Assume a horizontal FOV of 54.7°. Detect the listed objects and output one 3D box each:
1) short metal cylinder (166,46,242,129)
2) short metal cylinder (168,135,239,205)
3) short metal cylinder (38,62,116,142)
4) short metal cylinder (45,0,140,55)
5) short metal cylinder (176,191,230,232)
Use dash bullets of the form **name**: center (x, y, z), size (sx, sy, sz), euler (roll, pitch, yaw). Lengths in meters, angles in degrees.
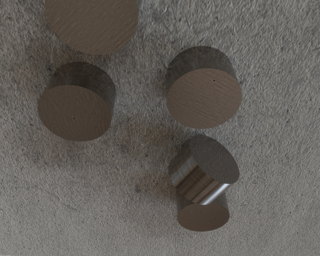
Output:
- **short metal cylinder**: center (0.048, -0.045, 0.352), size (0.081, 0.050, 0.079), euler (0, 130, 0)
- **short metal cylinder**: center (0.059, 0.056, 0.419), size (0.080, 0.080, 0.050), euler (25, 126, -20)
- **short metal cylinder**: center (-0.095, -0.030, 0.364), size (0.081, 0.050, 0.079), euler (0, 130, 0)
- **short metal cylinder**: center (-0.059, -0.117, 0.291), size (0.081, 0.050, 0.079), euler (0, 130, 0)
- **short metal cylinder**: center (0.067, 0.122, 0.495), size (0.081, 0.050, 0.079), euler (0, 130, 0)
